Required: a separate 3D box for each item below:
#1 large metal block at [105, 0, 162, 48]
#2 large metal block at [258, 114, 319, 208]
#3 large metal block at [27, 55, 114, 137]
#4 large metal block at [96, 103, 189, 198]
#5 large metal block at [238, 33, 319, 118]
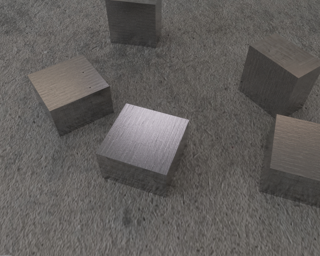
[{"bbox_3d":[-0.042,-0.188,0.525,0.080,0.080,0.050,9,51,7],"label":"large metal block"},{"bbox_3d":[0.165,0.038,0.356,0.080,0.050,0.080,14,51,11],"label":"large metal block"},{"bbox_3d":[-0.121,-0.046,0.425,0.081,0.050,0.080,-27,55,-21],"label":"large metal block"},{"bbox_3d":[-0.017,0.025,0.366,0.080,0.050,0.080,16,52,12],"label":"large metal block"},{"bbox_3d":[0.162,-0.070,0.427,0.050,0.080,0.080,-28,56,-21],"label":"large metal block"}]
